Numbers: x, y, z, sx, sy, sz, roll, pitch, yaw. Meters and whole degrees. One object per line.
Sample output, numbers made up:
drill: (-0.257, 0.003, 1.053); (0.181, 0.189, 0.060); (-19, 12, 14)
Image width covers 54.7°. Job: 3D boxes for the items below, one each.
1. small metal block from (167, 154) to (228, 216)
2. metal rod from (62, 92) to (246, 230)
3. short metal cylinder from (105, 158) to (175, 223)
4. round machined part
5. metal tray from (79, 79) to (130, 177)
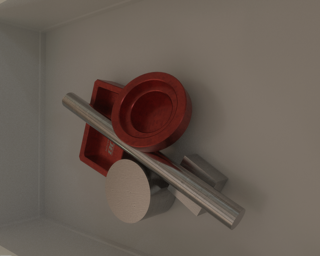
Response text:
small metal block: (0.044, 0.066, 0.367); (0.050, 0.025, 0.050); (39, 113, 33)
metal rod: (-0.029, 0.025, 0.389); (0.300, 0.025, 0.025); (32, 110, 32)
short metal cylinder: (-0.026, 0.079, 0.407); (0.080, 0.050, 0.079); (0, 90, 39)
round machined part: (-0.007, -0.016, 0.381); (0.098, 0.042, 0.098); (-10, 65, 22)
metal tray: (-0.069, 0.002, 0.455); (0.090, 0.030, 0.129); (23, 105, 37)
